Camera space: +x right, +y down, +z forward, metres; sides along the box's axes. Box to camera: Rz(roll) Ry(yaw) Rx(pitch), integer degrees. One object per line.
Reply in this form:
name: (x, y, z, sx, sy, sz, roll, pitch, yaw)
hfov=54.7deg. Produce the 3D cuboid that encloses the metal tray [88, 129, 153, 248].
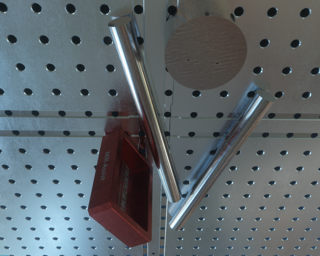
metal tray: (-0.045, 0.075, 0.406, 0.030, 0.130, 0.090, -23, 127, 18)

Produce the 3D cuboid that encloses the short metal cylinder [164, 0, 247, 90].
short metal cylinder: (0.045, -0.087, 0.322, 0.081, 0.050, 0.079, 0, 130, 0)

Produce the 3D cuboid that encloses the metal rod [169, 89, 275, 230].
metal rod: (0.079, 0.067, 0.469, 0.025, 0.025, 0.298, 15, 129, -13)

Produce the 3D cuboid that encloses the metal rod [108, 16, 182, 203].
metal rod: (-0.009, 0.001, 0.412, 0.025, 0.025, 0.298, -10, 130, 8)
